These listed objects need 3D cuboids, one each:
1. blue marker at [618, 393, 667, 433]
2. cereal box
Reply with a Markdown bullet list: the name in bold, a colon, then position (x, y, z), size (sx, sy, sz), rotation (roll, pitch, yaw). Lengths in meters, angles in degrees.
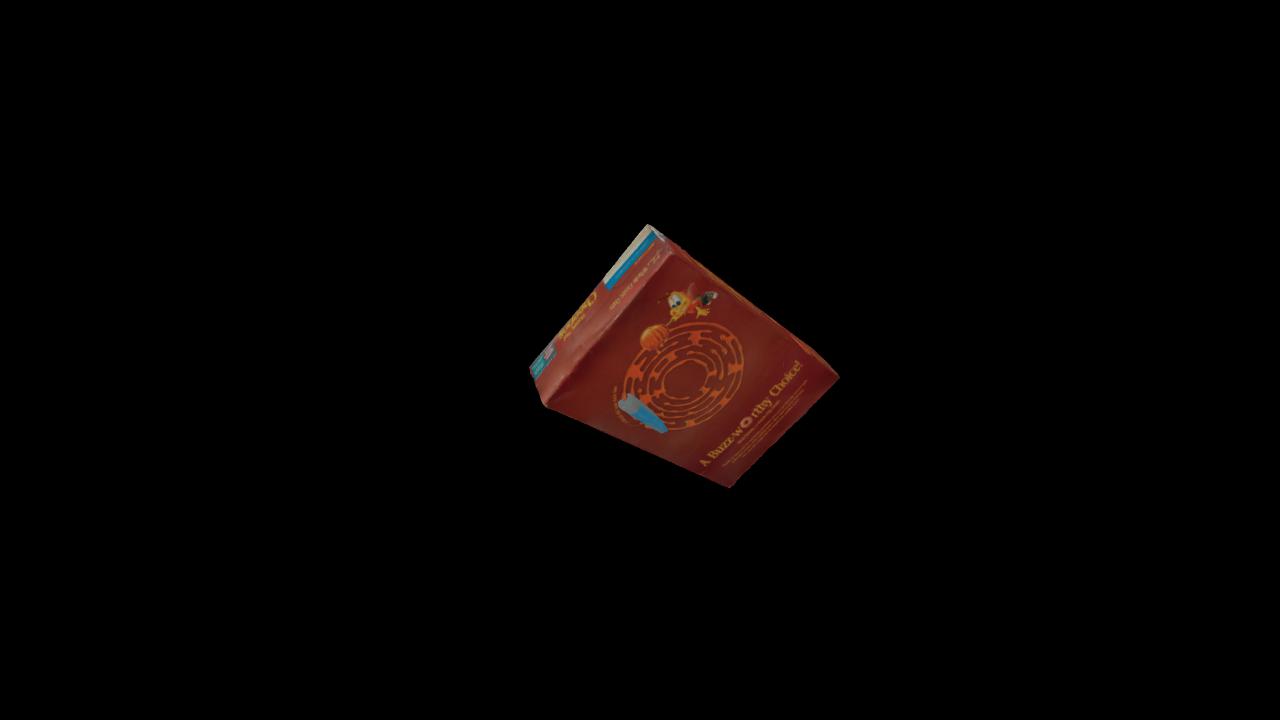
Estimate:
- **blue marker**: position (0.017, 0.067, 0.672), size (0.020, 0.020, 0.121), rotation (0, -25, 35)
- **cereal box**: position (0.059, 0.013, 0.694), size (0.306, 0.203, 0.081), rotation (29, 19, -35)
